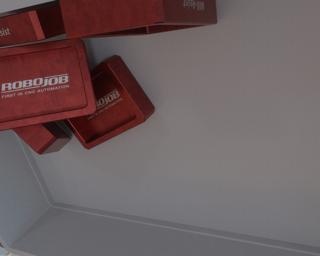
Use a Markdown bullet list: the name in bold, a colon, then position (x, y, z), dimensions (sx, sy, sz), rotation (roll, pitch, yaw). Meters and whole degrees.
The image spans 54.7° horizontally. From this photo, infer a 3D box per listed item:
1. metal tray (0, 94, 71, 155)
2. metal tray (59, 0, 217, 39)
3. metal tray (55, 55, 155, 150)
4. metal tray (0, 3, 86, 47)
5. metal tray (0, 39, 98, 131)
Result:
- **metal tray**: position (-0.178, -0.006, 0.442), dimensions (0.090, 0.030, 0.130), rotation (45, 173, -4)
- **metal tray**: position (-0.011, -0.104, 0.280), dimensions (0.090, 0.131, 0.030), rotation (1, 106, 28)
- **metal tray**: position (-0.082, -0.030, 0.429), dimensions (0.130, 0.030, 0.090), rotation (-25, 105, 37)
- **metal tray**: position (-0.162, -0.123, 0.374), dimensions (0.130, 0.090, 0.030), rotation (1, 117, 28)
- **metal tray**: position (-0.146, -0.049, 0.363), dimensions (0.131, 0.030, 0.089), rotation (-11, 96, -9)
